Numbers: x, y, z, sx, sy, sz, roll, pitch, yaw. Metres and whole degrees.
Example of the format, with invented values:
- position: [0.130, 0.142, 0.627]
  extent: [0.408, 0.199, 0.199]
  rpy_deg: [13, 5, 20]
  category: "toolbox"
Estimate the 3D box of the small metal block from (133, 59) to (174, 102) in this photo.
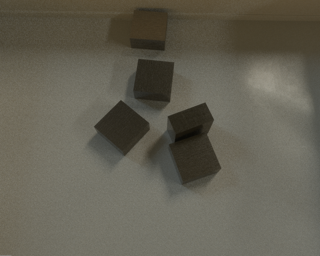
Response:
- position: [-0.008, -0.066, 0.434]
  extent: [0.050, 0.025, 0.050]
  rpy_deg: [6, 70, 2]
  category: "small metal block"

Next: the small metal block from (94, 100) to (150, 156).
- position: [-0.049, 0.000, 0.409]
  extent: [0.050, 0.025, 0.050]
  rpy_deg: [39, 74, 13]
  category: "small metal block"

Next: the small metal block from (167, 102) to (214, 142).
- position: [0.037, -0.004, 0.398]
  extent: [0.050, 0.050, 0.025]
  rpy_deg: [-21, 72, -7]
  category: "small metal block"

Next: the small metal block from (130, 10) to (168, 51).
- position: [-0.016, -0.146, 0.463]
  extent: [0.050, 0.025, 0.050]
  rpy_deg: [5, 70, 2]
  category: "small metal block"

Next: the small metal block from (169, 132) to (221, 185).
- position: [0.043, 0.039, 0.395]
  extent: [0.050, 0.025, 0.050]
  rpy_deg: [-18, 71, -7]
  category: "small metal block"
